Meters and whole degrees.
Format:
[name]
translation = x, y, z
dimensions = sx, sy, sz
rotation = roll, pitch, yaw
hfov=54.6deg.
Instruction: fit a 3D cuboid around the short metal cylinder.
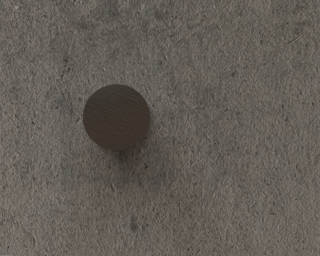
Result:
[short metal cylinder]
translation = -0.052, -0.013, 0.397
dimensions = 0.080, 0.050, 0.080
rotation = 0, 90, 0
